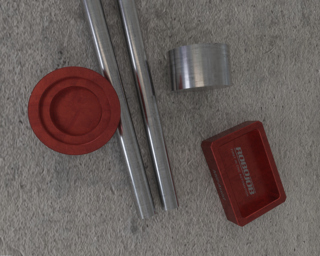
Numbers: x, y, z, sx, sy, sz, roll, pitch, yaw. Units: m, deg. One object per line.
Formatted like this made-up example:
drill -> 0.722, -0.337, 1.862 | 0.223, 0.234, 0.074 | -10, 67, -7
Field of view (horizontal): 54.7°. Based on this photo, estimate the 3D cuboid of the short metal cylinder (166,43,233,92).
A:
short metal cylinder -> 0.050, -0.075, 0.399 | 0.081, 0.080, 0.050 | -6, 92, -20

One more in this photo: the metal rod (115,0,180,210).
metal rod -> -0.018, -0.040, 0.402 | 0.025, 0.025, 0.298 | -14, 95, -20

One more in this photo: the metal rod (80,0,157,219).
metal rod -> -0.053, -0.031, 0.389 | 0.025, 0.025, 0.298 | -16, 96, -19

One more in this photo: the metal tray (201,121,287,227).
metal tray -> 0.123, 0.064, 0.452 | 0.091, 0.030, 0.129 | -23, 98, -19

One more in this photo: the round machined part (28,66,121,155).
round machined part -> -0.096, -0.020, 0.359 | 0.099, 0.042, 0.097 | 0, 92, -11
